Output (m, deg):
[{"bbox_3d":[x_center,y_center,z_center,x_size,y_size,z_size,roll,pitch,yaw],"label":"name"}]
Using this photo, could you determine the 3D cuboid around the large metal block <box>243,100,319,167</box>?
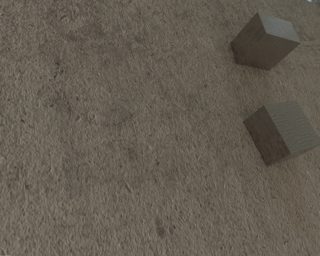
[{"bbox_3d":[0.192,0.007,0.486,0.081,0.050,0.080,-10,67,-32],"label":"large metal block"}]

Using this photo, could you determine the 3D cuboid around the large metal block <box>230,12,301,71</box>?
[{"bbox_3d":[0.190,-0.155,0.564,0.081,0.080,0.050,5,60,-26],"label":"large metal block"}]
